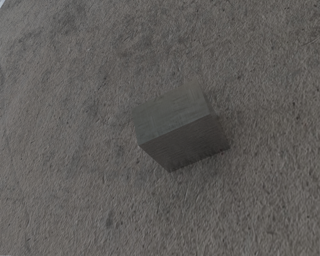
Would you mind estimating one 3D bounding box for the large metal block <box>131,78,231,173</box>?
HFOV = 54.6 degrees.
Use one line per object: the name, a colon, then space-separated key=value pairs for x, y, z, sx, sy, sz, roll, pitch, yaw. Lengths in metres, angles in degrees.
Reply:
large metal block: x=0.025 y=0.001 z=0.355 sx=0.080 sy=0.080 sz=0.050 roll=-24 pitch=53 yaw=13
